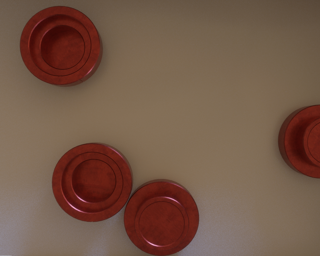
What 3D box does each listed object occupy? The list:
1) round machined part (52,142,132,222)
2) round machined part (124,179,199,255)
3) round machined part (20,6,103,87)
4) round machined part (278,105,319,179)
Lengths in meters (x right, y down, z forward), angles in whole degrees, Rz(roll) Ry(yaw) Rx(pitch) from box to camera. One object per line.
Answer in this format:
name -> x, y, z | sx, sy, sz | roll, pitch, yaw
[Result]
round machined part -> -0.084, 0.067, 0.402 | 0.099, 0.042, 0.097 | 0, 90, -1
round machined part -> 0.002, 0.119, 0.403 | 0.099, 0.042, 0.097 | 0, 90, -1
round machined part -> -0.123, -0.102, 0.401 | 0.099, 0.042, 0.097 | 0, 90, -1
round machined part -> 0.212, 0.018, 0.406 | 0.099, 0.042, 0.097 | 0, 90, -1
